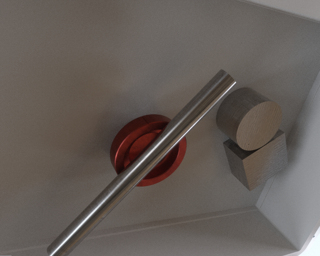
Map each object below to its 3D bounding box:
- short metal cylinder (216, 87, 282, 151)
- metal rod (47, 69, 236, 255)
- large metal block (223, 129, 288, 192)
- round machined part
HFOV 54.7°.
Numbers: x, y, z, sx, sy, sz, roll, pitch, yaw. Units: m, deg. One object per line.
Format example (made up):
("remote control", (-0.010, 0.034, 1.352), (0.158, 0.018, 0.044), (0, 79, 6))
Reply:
("short metal cylinder", (0.131, -0.014, 0.458), (0.081, 0.050, 0.079), (-14, 124, -21))
("metal rod", (-0.024, 0.047, 0.371), (0.300, 0.025, 0.025), (-46, 130, 4))
("large metal block", (0.159, 0.044, 0.509), (0.080, 0.050, 0.080), (-31, 129, -9))
("round machined part", (-0.018, 0.025, 0.405), (0.099, 0.042, 0.097), (-14, 124, -21))
